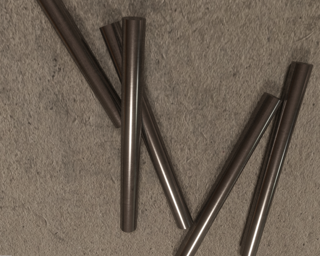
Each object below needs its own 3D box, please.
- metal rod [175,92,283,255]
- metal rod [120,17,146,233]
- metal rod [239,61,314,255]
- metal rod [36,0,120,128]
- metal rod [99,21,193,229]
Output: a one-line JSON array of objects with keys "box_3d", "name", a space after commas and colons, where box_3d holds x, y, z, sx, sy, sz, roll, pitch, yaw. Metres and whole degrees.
[{"box_3d": [0.088, 0.089, 0.443, 0.025, 0.025, 0.298, 21, 109, -8], "name": "metal rod"}, {"box_3d": [-0.037, 0.016, 0.394, 0.025, 0.025, 0.298, 3, 118, -2], "name": "metal rod"}, {"box_3d": [0.157, 0.058, 0.433, 0.025, 0.025, 0.298, 7, 110, -3], "name": "metal rod"}, {"box_3d": [-0.118, -0.130, 0.360, 0.025, 0.025, 0.299, -27, 108, 9], "name": "metal rod"}, {"box_3d": [-0.011, 0.011, 0.413, 0.025, 0.025, 0.298, -18, 109, 6], "name": "metal rod"}]
